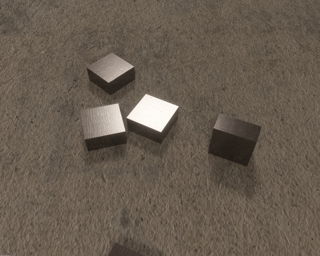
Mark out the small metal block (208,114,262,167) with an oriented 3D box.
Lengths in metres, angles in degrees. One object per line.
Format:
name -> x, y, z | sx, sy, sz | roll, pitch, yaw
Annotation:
small metal block -> 0.089, 0.015, 0.375 | 0.050, 0.050, 0.025 | 19, 53, 15

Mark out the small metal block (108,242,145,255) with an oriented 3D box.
small metal block -> -0.030, 0.142, 0.283 | 0.050, 0.025, 0.050 | 19, 52, 15

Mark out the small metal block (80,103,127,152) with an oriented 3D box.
small metal block -> -0.074, -0.001, 0.404 | 0.050, 0.025, 0.050 | -12, 51, -10

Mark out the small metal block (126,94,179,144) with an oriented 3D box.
small metal block -> -0.009, -0.013, 0.414 | 0.050, 0.025, 0.050 | 23, 53, 17

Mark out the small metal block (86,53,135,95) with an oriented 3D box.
small metal block -> -0.074, -0.083, 0.472 | 0.050, 0.025, 0.050 | 36, 58, 26
